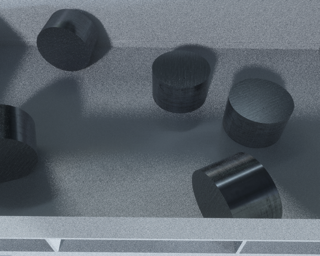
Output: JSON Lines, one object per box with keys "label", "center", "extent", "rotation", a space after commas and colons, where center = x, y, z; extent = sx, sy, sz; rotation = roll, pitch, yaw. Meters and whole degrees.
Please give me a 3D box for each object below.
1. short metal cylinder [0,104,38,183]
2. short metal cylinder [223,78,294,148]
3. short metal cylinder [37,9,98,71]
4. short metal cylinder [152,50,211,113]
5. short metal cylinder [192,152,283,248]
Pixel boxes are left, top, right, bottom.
{"label": "short metal cylinder", "center": [-0.183, 0.019, 0.351], "extent": [0.081, 0.080, 0.050], "rotation": [-14, 52, -12]}
{"label": "short metal cylinder", "center": [0.127, -0.020, 0.407], "extent": [0.081, 0.050, 0.080], "rotation": [0, 50, 0]}
{"label": "short metal cylinder", "center": [-0.142, -0.135, 0.481], "extent": [0.080, 0.080, 0.050], "rotation": [6, 50, 4]}
{"label": "short metal cylinder", "center": [0.029, -0.067, 0.446], "extent": [0.081, 0.050, 0.080], "rotation": [0, 50, 0]}
{"label": "short metal cylinder", "center": [0.074, 0.070, 0.311], "extent": [0.050, 0.080, 0.080], "rotation": [-20, 53, -17]}
